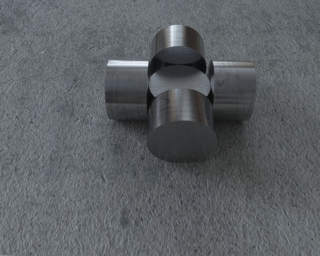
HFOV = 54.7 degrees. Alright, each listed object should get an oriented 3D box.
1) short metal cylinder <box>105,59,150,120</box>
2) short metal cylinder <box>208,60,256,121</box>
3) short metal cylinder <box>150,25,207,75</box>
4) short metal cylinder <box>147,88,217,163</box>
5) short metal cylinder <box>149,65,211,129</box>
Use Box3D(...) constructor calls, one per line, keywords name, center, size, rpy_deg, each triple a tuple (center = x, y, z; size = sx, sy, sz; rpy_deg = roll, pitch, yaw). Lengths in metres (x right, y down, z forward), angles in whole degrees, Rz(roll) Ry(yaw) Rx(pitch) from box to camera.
Box3D(name="short metal cylinder", center=(-0.040, -0.050, 0.411), size=(0.050, 0.080, 0.080), rpy_deg=(1, 50, 1))
Box3D(name="short metal cylinder", center=(0.091, -0.050, 0.412), size=(0.050, 0.080, 0.080), rpy_deg=(1, 50, 1))
Box3D(name="short metal cylinder", center=(0.026, -0.102, 0.454), size=(0.081, 0.080, 0.050), rpy_deg=(1, 51, 0))
Box3D(name="short metal cylinder", center=(0.025, -0.001, 0.370), size=(0.081, 0.080, 0.050), rpy_deg=(0, 50, 0))
Box3D(name="short metal cylinder", center=(0.026, -0.041, 0.424), size=(0.081, 0.050, 0.080), rpy_deg=(0, 50, 0))
